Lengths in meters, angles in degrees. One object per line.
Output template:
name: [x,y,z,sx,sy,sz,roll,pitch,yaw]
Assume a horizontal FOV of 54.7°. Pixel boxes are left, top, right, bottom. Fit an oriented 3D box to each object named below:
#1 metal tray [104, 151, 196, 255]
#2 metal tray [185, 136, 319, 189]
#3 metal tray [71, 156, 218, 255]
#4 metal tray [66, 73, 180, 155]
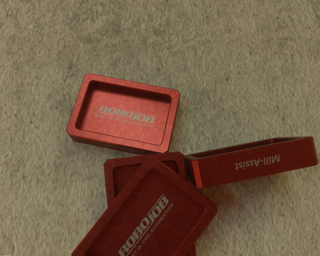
metal tray: [-0.011,0.096,0.354,0.091,0.030,0.129,-6,84,-3]
metal tray: [0.096,0.037,0.358,0.131,0.090,0.030,-11,88,-4]
metal tray: [-0.015,0.105,0.322,0.090,0.030,0.130,38,84,2]
metal tray: [-0.046,-0.016,0.410,0.131,0.030,0.090,11,70,3]
